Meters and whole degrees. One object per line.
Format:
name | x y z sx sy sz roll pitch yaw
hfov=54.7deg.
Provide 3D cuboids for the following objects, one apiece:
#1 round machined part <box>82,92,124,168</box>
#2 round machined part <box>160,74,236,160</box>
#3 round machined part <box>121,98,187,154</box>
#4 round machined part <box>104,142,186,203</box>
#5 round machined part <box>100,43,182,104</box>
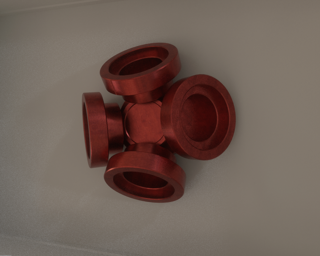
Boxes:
round machined part | -0.075 0.002 0.405 0.042 0.098 0.097 -5 88 -18
round machined part | 0.040 -0.012 0.366 0.042 0.099 0.097 -4 89 55
round machined part | -0.011 -0.006 0.402 0.098 0.042 0.097 0 90 19
round machined part | -0.016 0.054 0.384 0.098 0.098 0.042 -1 54 19
round machined part | -0.021 -0.066 0.386 0.098 0.098 0.042 -4 127 19
